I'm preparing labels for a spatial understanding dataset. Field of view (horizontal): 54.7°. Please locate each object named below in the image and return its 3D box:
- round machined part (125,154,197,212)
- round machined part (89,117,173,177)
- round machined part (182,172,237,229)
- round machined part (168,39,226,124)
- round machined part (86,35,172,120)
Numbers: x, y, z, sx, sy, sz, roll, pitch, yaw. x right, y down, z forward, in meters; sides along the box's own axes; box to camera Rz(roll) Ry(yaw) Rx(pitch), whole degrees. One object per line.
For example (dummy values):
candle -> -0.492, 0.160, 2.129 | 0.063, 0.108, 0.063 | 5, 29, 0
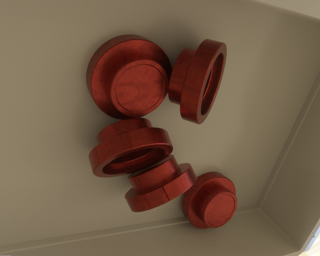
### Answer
round machined part -> -0.004, 0.069, 0.416 | 0.099, 0.098, 0.042 | -26, 93, -12
round machined part -> -0.037, 0.021, 0.373 | 0.099, 0.042, 0.098 | -18, 160, -7
round machined part -> 0.089, 0.126, 0.517 | 0.099, 0.042, 0.097 | -11, 113, -26
round machined part -> 0.042, -0.056, 0.366 | 0.098, 0.042, 0.098 | 18, 91, -73
round machined part -> -0.030, -0.052, 0.351 | 0.099, 0.042, 0.097 | -14, 124, -21
